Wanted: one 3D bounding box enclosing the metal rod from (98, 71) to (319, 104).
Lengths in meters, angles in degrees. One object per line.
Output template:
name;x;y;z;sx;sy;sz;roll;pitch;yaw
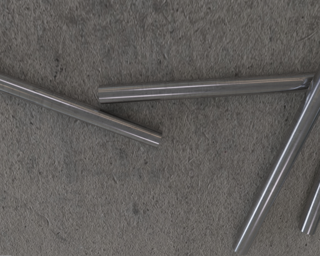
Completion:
metal rod;0.075;-0.051;0.391;0.302;0.025;0.025;-3;110;1

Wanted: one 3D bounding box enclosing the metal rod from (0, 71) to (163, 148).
metal rod;-0.141;-0.036;0.394;0.302;0.025;0.025;20;109;-8

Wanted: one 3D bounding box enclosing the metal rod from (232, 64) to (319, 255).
metal rod;0.160;0.057;0.416;0.025;0.025;0.298;13;115;-5

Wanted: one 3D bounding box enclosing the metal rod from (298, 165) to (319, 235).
metal rod;0.243;0.015;0.417;0.025;0.025;0.298;8;110;-3
